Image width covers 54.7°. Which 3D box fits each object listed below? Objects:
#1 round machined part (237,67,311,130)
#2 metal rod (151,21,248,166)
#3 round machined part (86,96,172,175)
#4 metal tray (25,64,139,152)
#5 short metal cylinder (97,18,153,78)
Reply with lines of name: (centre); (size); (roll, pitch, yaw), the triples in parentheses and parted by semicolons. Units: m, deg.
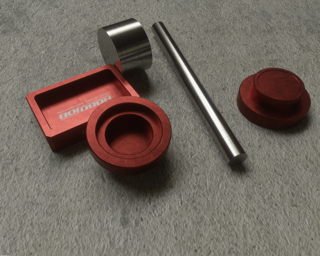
round machined part: (0.161, -0.047, 0.434); (0.099, 0.042, 0.098); (0, 50, 0)
metal rod: (0.045, -0.070, 0.462); (0.025, 0.025, 0.299); (-15, 52, -12)
round machined part: (-0.037, 0.012, 0.375); (0.099, 0.042, 0.098); (3, 58, -4)
metal tray: (-0.103, -0.033, 0.425); (0.131, 0.030, 0.090); (-26, 55, -21)
short metal cylinder: (-0.053, -0.118, 0.466); (0.050, 0.080, 0.080); (-25, 55, -20)
